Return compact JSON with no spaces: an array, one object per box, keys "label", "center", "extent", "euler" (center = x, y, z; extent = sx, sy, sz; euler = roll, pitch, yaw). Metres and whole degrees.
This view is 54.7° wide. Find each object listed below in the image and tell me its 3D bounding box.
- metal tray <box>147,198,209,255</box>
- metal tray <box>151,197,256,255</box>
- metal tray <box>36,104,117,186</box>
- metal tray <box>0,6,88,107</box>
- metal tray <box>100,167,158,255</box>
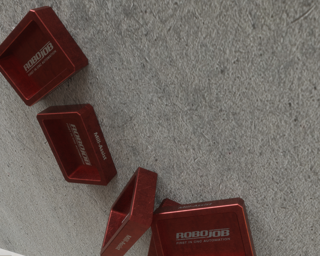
[{"label":"metal tray","center":[0.033,0.182,0.499],"extent":[0.090,0.030,0.129],"euler":[21,126,15]},{"label":"metal tray","center":[0.058,0.151,0.427],"extent":[0.130,0.030,0.089],"euler":[-12,91,19]},{"label":"metal tray","center":[-0.129,0.028,0.489],"extent":[0.090,0.030,0.129],"euler":[-1,118,29]},{"label":"metal tray","center":[-0.172,-0.095,0.434],"extent":[0.130,0.030,0.090],"euler":[-25,105,36]},{"label":"metal tray","center":[-0.048,0.131,0.467],"extent":[0.030,0.090,0.129],"euler":[22,130,-14]}]
